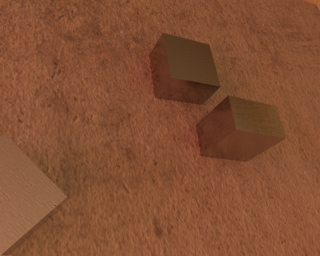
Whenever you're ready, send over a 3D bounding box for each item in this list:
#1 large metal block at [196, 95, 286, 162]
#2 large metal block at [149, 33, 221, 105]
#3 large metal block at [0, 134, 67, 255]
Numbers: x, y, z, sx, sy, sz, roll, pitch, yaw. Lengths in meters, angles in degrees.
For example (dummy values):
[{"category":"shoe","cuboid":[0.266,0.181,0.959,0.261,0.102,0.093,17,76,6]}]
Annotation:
[{"category":"large metal block","cuboid":[0.108,0.005,0.426,0.081,0.080,0.050,9,58,-24]},{"category":"large metal block","cuboid":[0.035,-0.086,0.461,0.081,0.050,0.080,6,59,-26]},{"category":"large metal block","cuboid":[-0.144,0.066,0.270,0.080,0.050,0.080,45,51,2]}]
